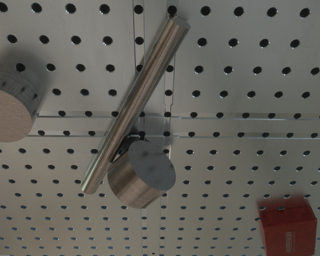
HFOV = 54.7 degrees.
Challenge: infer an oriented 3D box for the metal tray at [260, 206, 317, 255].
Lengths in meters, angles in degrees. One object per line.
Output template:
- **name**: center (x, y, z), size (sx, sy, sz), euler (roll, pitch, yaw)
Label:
- **metal tray**: center (0.242, 0.203, 0.585), size (0.090, 0.030, 0.129), euler (-12, 129, 10)

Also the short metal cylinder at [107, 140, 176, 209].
- **short metal cylinder**: center (-0.025, 0.064, 0.430), size (0.080, 0.080, 0.050), euler (31, 124, -24)

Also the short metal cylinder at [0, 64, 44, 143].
- **short metal cylinder**: center (-0.186, -0.029, 0.368), size (0.081, 0.050, 0.079), euler (0, 130, 0)

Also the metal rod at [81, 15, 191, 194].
- **metal rod**: center (-0.046, -0.007, 0.404), size (0.025, 0.025, 0.298), euler (21, 127, -17)
